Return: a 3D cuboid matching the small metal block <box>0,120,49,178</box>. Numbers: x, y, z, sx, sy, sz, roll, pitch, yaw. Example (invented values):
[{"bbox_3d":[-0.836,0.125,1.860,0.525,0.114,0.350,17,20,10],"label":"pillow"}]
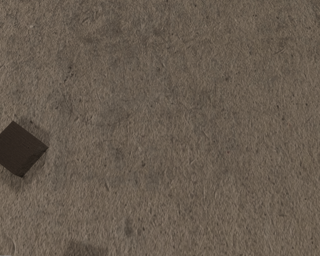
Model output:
[{"bbox_3d":[-0.182,0.027,0.396,0.050,0.025,0.050,34,73,11],"label":"small metal block"}]
